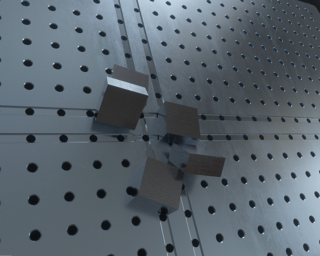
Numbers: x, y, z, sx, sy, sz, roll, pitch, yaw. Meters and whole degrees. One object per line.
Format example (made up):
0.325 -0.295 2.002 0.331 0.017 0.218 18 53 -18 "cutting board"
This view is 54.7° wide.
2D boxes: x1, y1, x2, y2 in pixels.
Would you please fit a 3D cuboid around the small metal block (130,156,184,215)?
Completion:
-0.002 0.068 0.367 0.050 0.025 0.050 23 53 -15 "small metal block"

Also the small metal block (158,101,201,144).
0.026 -0.005 0.427 0.050 0.025 0.050 11 57 -23 "small metal block"

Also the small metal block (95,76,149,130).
-0.048 -0.030 0.382 0.050 0.050 0.025 14 25 -21 "small metal block"

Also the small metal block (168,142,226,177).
0.046 0.039 0.392 0.050 0.050 0.025 10 99 -24 "small metal block"

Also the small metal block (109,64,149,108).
-0.044 -0.052 0.418 0.050 0.025 0.050 15 55 -20 "small metal block"
